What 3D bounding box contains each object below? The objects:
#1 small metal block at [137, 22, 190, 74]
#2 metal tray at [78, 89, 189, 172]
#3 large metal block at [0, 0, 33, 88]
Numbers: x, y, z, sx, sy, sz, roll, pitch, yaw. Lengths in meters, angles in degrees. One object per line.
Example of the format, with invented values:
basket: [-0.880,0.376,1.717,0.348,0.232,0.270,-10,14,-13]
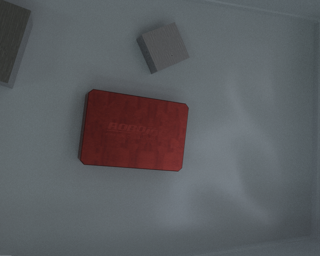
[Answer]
small metal block: [0.004,-0.106,0.413,0.050,0.025,0.050,-27,99,-18]
metal tray: [-0.032,0.005,0.397,0.131,0.030,0.089,7,88,-20]
large metal block: [-0.189,-0.094,0.327,0.081,0.050,0.080,17,84,-20]
